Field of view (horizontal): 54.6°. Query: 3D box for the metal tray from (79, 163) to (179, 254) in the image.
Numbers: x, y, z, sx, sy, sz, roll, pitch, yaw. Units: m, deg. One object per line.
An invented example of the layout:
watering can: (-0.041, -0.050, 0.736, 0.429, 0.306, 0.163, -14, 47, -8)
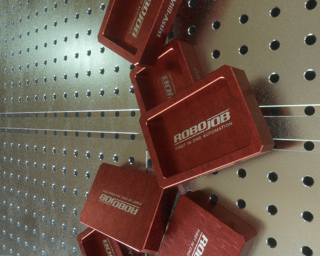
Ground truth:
metal tray: (-0.046, 0.103, 0.421, 0.130, 0.030, 0.090, 7, 71, 41)

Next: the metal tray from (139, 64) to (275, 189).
metal tray: (0.042, 0.003, 0.332, 0.130, 0.030, 0.090, -29, 72, 36)

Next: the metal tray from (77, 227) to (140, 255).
metal tray: (-0.070, 0.204, 0.465, 0.090, 0.030, 0.130, -42, 65, 32)

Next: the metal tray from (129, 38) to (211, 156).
metal tray: (0.017, -0.033, 0.393, 0.090, 0.030, 0.130, -28, 73, 36)

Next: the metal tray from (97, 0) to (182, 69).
metal tray: (-0.022, -0.151, 0.385, 0.090, 0.030, 0.129, 38, 113, 33)

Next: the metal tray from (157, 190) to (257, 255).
metal tray: (0.046, 0.153, 0.369, 0.090, 0.030, 0.129, 30, 109, 36)

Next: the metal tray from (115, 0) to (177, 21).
metal tray: (-0.021, -0.212, 0.424, 0.090, 0.030, 0.129, 0, 90, 40)
